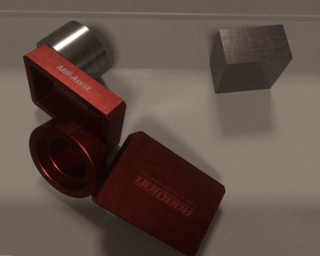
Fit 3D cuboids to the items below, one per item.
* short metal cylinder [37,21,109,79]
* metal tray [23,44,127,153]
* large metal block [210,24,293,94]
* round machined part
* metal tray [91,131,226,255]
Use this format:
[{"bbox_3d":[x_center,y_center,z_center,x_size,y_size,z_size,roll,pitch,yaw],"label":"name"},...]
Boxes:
[{"bbox_3d":[-0.114,-0.093,0.409,0.080,0.080,0.050,39,65,12],"label":"short metal cylinder"},{"bbox_3d":[-0.105,-0.031,0.382,0.130,0.089,0.030,36,55,11],"label":"metal tray"},{"bbox_3d":[0.116,-0.089,0.415,0.081,0.080,0.050,-6,70,-3],"label":"large metal block"},{"bbox_3d":[-0.103,0.031,0.368,0.098,0.097,0.042,32,38,10],"label":"round machined part"},{"bbox_3d":[0.001,0.075,0.353,0.130,0.030,0.090,35,72,-14],"label":"metal tray"}]
